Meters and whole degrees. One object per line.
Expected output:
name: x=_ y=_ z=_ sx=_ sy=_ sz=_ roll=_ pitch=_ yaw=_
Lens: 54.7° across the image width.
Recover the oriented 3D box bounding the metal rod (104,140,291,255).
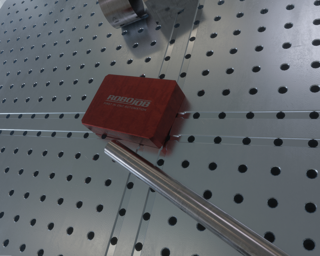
metal rod: x=0.039 y=0.085 z=0.335 sx=0.300 sy=0.025 sz=0.025 roll=29 pitch=78 yaw=37

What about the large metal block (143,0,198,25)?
large metal block: x=0.008 y=-0.239 z=0.534 sx=0.080 sy=0.050 sz=0.080 roll=-29 pitch=52 yaw=10

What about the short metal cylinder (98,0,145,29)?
short metal cylinder: x=-0.067 y=-0.223 z=0.545 sx=0.050 sy=0.080 sz=0.080 roll=-15 pitch=56 yaw=20

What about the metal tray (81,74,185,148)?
metal tray: x=-0.040 y=-0.029 z=0.444 sx=0.130 sy=0.030 sz=0.090 roll=11 pitch=67 yaw=32
